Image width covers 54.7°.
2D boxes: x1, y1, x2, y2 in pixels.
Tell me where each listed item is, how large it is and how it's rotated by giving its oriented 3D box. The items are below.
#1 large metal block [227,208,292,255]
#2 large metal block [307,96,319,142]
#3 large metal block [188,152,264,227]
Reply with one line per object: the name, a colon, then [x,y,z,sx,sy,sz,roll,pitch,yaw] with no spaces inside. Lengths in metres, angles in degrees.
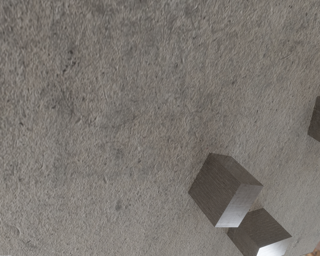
large metal block: [0.193,0.211,0.607,0.081,0.080,0.050,-6,121,-25]
large metal block: [0.322,-0.020,0.553,0.081,0.050,0.079,-16,125,-19]
large metal block: [0.100,0.096,0.485,0.050,0.080,0.080,13,112,-34]
